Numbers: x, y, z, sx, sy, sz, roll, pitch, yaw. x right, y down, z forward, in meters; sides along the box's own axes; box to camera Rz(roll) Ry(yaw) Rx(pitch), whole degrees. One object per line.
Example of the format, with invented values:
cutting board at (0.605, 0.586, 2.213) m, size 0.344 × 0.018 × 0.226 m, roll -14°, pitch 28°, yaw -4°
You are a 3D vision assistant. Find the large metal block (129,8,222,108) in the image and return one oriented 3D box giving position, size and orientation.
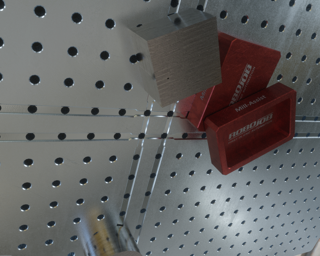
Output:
large metal block at (0.020, -0.082, 0.355) m, size 0.081 × 0.050 × 0.080 m, roll -24°, pitch 127°, yaw -14°

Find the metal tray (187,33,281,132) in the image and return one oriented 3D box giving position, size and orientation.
metal tray at (0.101, -0.056, 0.429) m, size 0.091 × 0.030 × 0.129 m, roll 5°, pitch 116°, yaw -31°

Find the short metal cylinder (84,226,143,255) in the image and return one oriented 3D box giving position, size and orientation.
short metal cylinder at (-0.072, 0.200, 0.480) m, size 0.081 × 0.050 × 0.079 m, roll -14°, pitch 124°, yaw -21°

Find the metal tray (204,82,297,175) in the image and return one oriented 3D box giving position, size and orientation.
metal tray at (0.131, 0.001, 0.440) m, size 0.131 × 0.030 × 0.090 m, roll -26°, pitch 128°, yaw -13°
